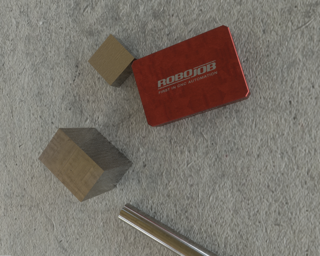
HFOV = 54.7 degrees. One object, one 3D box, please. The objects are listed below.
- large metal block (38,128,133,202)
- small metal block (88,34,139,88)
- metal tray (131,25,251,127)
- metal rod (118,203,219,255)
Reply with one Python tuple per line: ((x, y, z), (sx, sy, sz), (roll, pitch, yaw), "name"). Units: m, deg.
((-0.095, 0.044, 0.412), (0.080, 0.080, 0.050), (41, 103, 15), "large metal block")
((-0.063, -0.092, 0.430), (0.050, 0.025, 0.050), (-46, 76, 14), "small metal block")
((0.037, -0.062, 0.393), (0.130, 0.030, 0.090), (-18, 84, 18), "metal tray")
((0.080, 0.176, 0.380), (0.301, 0.025, 0.025), (26, 98, 17), "metal rod")
